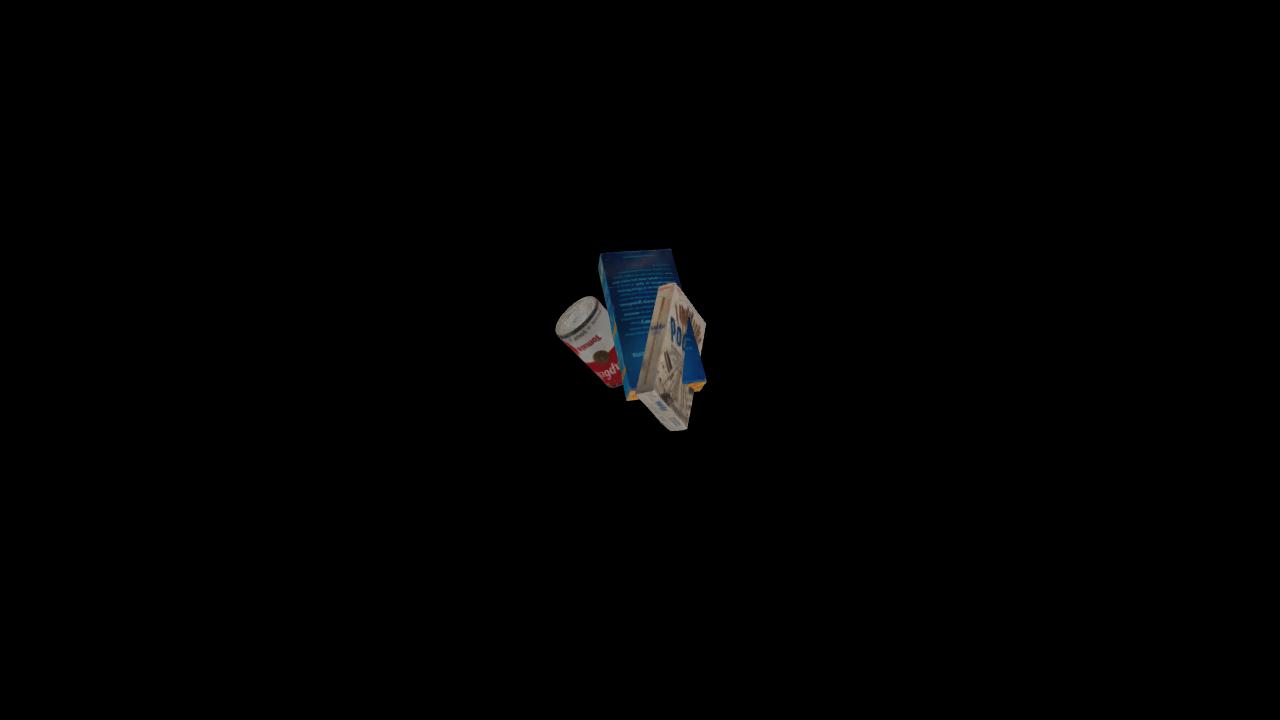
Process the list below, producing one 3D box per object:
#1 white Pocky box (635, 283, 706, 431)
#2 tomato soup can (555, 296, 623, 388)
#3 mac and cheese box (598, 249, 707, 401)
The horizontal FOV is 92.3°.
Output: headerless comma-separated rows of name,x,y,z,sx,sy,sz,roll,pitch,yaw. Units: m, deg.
white Pocky box,0.038,-0.005,0.704,0.028,0.154,0.084,-11,-41,31
tomato soup can,-0.048,-0.023,0.767,0.068,0.068,0.101,0,-40,51
mac and cheese box,0.011,-0.046,0.733,0.093,0.184,0.041,-6,-25,-14
